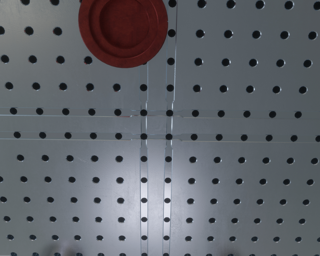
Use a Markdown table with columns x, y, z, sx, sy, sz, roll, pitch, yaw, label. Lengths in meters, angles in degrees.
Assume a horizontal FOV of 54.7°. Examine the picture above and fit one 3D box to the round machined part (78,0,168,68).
| x | y | z | sx | sy | sz | roll | pitch | yaw | label |
| --- | --- | --- | --- | --- | --- | --- | --- | --- | --- |
| -0.040 | -0.122 | 0.359 | 0.099 | 0.042 | 0.097 | 0 | 110 | 0 | round machined part |
